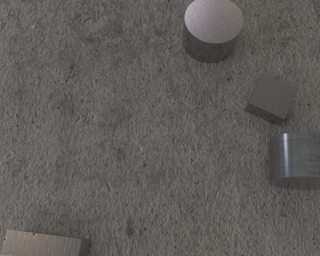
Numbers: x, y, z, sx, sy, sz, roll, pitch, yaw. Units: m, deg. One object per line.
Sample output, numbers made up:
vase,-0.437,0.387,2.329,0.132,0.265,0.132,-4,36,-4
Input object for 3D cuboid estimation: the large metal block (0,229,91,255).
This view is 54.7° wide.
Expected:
large metal block,-0.127,0.157,0.336,0.080,0.050,0.080,7,70,2

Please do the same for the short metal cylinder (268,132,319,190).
short metal cylinder,0.170,0.041,0.365,0.080,0.080,0.050,5,70,2

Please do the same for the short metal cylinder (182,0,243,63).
short metal cylinder,0.074,-0.141,0.447,0.081,0.050,0.080,0,70,0

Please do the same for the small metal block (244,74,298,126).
small metal block,0.151,-0.038,0.423,0.050,0.025,0.050,27,72,9
